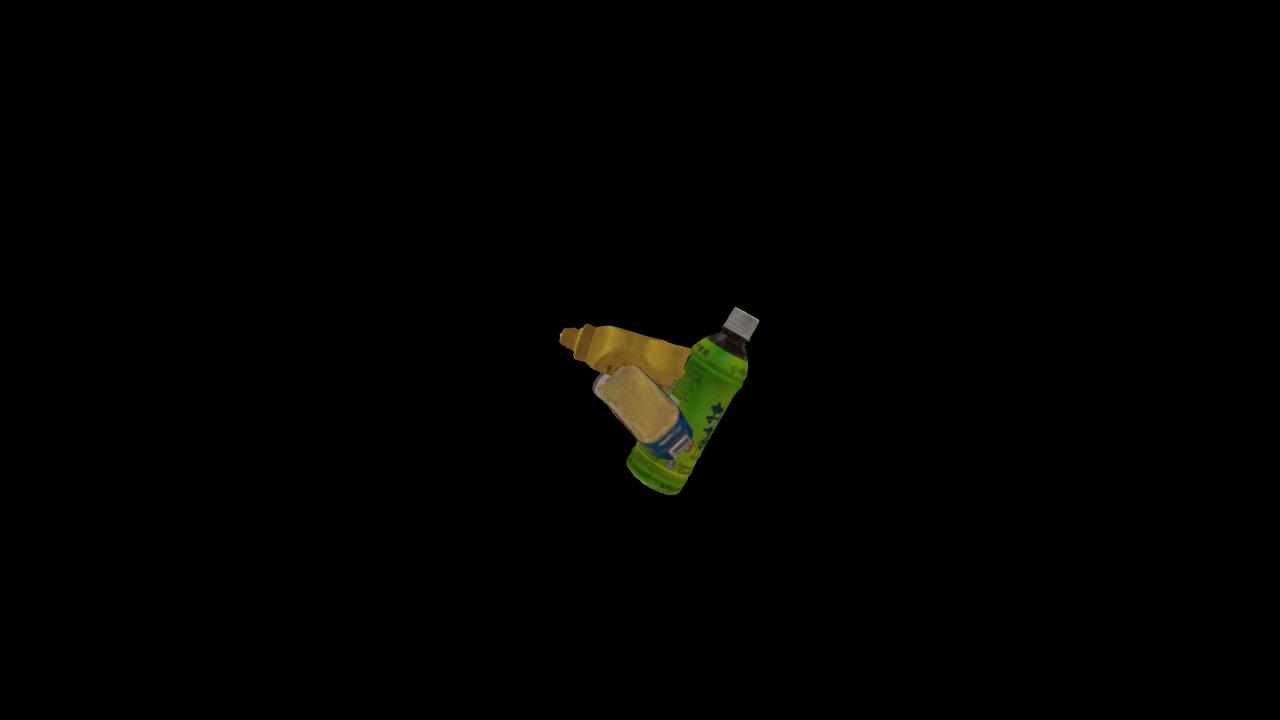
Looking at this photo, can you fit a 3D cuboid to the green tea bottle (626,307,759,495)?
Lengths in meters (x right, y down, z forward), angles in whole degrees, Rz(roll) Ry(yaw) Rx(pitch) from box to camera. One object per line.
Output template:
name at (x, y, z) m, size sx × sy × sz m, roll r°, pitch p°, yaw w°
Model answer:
green tea bottle at (0.062, 0.041, 0.665) m, size 0.073 × 0.212 × 0.073 m, roll 27°, pitch 11°, yaw -6°

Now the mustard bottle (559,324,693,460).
mustard bottle at (-0.002, 0.000, 0.686) m, size 0.184 × 0.054 × 0.092 m, roll 18°, pitch -13°, yaw 0°

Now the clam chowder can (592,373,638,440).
clam chowder can at (0.000, 0.050, 0.732) m, size 0.102 × 0.068 × 0.068 m, roll 46°, pitch 16°, yaw 16°

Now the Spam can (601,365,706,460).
Spam can at (0.014, 0.061, 0.662) m, size 0.101 × 0.058 × 0.085 m, roll 45°, pitch -4°, yaw 35°
